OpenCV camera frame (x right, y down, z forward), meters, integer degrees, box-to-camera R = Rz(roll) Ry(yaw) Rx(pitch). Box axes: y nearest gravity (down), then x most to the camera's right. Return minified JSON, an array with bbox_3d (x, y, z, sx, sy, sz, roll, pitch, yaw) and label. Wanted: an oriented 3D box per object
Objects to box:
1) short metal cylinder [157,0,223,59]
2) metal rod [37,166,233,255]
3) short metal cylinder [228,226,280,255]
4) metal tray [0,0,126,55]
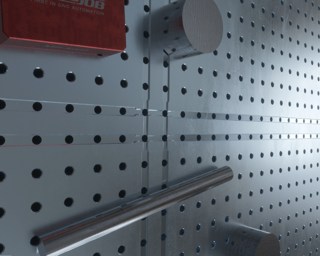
[{"bbox_3d":[0.042,-0.140,0.430,0.081,0.050,0.079,0,91,-40],"label":"short metal cylinder"},{"bbox_3d":[-0.005,0.097,0.407,0.302,0.025,0.025,-12,98,-40],"label":"metal rod"},{"bbox_3d":[0.163,0.215,0.533,0.081,0.050,0.079,0,90,-40],"label":"short metal cylinder"},{"bbox_3d":[-0.099,-0.128,0.323,0.131,0.030,0.089,-5,93,-40],"label":"metal tray"}]
